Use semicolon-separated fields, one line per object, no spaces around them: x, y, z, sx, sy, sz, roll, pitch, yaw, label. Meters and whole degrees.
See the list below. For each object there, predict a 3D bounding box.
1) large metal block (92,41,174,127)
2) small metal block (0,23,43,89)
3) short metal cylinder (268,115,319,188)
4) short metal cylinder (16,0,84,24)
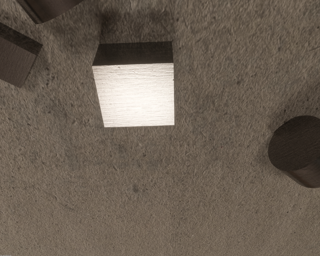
-0.025;-0.048;0.349;0.081;0.050;0.079;-2;130;1;large metal block
-0.165;-0.079;0.338;0.050;0.025;0.050;27;125;-22;small metal block
0.190;0.030;0.400;0.050;0.080;0.080;34;122;-25;short metal cylinder
-0.088;-0.132;0.258;0.080;0.080;0.050;-21;127;17;short metal cylinder
